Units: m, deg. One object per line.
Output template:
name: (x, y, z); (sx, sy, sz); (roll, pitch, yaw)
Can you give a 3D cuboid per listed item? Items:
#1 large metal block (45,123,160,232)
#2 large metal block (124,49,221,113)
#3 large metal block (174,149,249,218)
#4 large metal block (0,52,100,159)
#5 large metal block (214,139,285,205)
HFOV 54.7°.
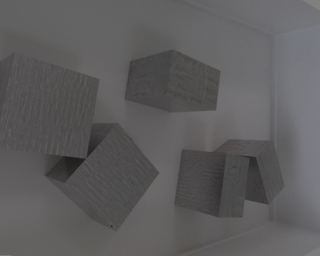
large metal block: (-0.060, 0.051, 0.340); (0.080, 0.050, 0.080); (-52, 121, -27)
large metal block: (0.015, -0.053, 0.383); (0.081, 0.080, 0.050); (13, 82, -39)
large metal block: (0.071, 0.075, 0.430); (0.050, 0.080, 0.080); (14, 81, -39)
large metal block: (-0.112, -0.017, 0.296); (0.081, 0.050, 0.080); (13, 82, -39)
large metal block: (0.138, 0.065, 0.486); (0.050, 0.080, 0.080); (-31, 110, -36)
